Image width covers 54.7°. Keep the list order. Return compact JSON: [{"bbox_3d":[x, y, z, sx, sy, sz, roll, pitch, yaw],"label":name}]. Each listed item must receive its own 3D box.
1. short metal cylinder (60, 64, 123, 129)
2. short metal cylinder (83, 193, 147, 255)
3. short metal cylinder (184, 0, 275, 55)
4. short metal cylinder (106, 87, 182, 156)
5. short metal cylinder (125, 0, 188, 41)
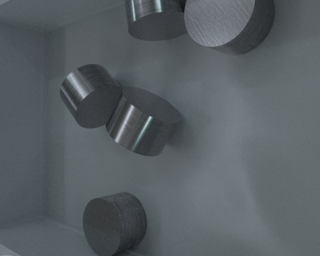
[{"bbox_3d":[-0.096,-0.045,0.451,0.050,0.081,0.080,50,119,28],"label":"short metal cylinder"},{"bbox_3d":[-0.065,0.136,0.445,0.080,0.050,0.080,0,90,40],"label":"short metal cylinder"},{"bbox_3d":[0.073,-0.122,0.330,0.080,0.050,0.080,0,90,40],"label":"short metal cylinder"},{"bbox_3d":[-0.020,-0.009,0.388,0.080,0.081,0.050,44,116,31],"label":"short metal cylinder"},{"bbox_3d":[-0.001,-0.144,0.372,0.080,0.081,0.050,-12,83,39],"label":"short metal cylinder"}]
